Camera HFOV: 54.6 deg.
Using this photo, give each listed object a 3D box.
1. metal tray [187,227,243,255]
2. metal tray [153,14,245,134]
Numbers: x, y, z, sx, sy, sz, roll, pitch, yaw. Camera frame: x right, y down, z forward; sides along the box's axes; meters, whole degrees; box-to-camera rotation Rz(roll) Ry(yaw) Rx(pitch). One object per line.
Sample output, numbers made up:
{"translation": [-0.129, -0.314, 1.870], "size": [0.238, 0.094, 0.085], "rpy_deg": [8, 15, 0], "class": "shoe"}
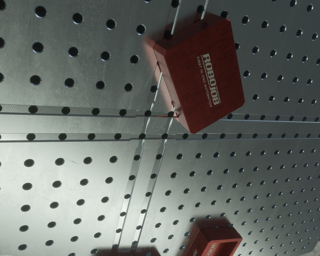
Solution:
{"translation": [0.099, 0.259, 0.620], "size": [0.091, 0.030, 0.129], "rpy_deg": [9, 114, -32], "class": "metal tray"}
{"translation": [0.055, -0.065, 0.397], "size": [0.090, 0.030, 0.130], "rpy_deg": [-30, 129, -9], "class": "metal tray"}
